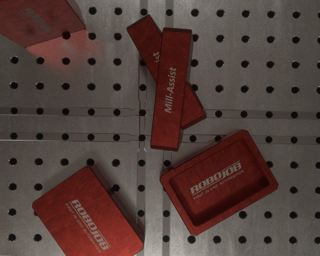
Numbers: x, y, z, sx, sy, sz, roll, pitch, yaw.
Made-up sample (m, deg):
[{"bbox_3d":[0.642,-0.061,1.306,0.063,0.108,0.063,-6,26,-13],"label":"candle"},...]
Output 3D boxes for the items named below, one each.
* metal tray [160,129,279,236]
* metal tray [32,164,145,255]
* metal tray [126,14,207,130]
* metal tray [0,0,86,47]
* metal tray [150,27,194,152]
[{"bbox_3d":[0.076,0.070,0.411,0.130,0.030,0.090,-30,90,-1],"label":"metal tray"},{"bbox_3d":[-0.092,0.125,0.410,0.090,0.030,0.130,-35,90,-1],"label":"metal tray"},{"bbox_3d":[0.013,-0.064,0.379,0.030,0.090,0.130,-29,90,10],"label":"metal tray"},{"bbox_3d":[-0.148,-0.137,0.359,0.090,0.130,0.030,-18,90,0],"label":"metal tray"},{"bbox_3d":[0.016,-0.044,0.368,0.030,0.090,0.129,7,96,7],"label":"metal tray"}]
